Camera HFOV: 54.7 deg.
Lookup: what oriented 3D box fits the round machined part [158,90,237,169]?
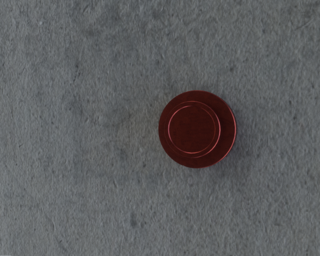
[{"bbox_3d":[0.044,0.002,0.384,0.098,0.042,0.097,0,90,19],"label":"round machined part"}]
